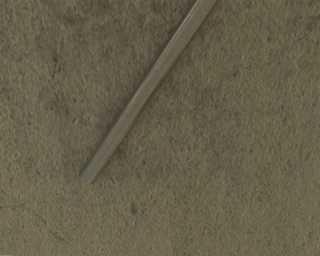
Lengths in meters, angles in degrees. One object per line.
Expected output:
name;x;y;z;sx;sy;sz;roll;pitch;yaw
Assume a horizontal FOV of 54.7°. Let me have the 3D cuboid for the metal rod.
metal rod;-0.019;-0.046;0.392;0.025;0.025;0.299;32;107;-12
